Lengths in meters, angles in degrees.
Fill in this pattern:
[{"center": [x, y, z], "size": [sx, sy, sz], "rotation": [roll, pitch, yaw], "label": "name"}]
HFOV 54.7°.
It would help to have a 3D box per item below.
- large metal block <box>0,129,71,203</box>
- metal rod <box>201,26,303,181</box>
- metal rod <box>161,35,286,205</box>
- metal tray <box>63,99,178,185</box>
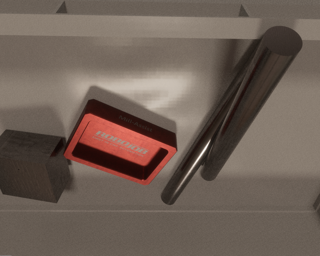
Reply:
[{"center": [-0.177, 0.053, 0.427], "size": [0.080, 0.050, 0.079], "rotation": [8, 131, 6], "label": "large metal block"}, {"center": [0.077, 0.006, 0.336], "size": [0.025, 0.025, 0.299], "rotation": [0, 155, -1], "label": "metal rod"}, {"center": [0.068, 0.010, 0.418], "size": [0.025, 0.025, 0.298], "rotation": [17, 128, -14], "label": "metal rod"}, {"center": [-0.053, 0.024, 0.425], "size": [0.131, 0.030, 0.089], "rotation": [23, 126, -19], "label": "metal tray"}]
